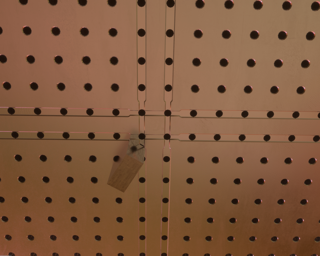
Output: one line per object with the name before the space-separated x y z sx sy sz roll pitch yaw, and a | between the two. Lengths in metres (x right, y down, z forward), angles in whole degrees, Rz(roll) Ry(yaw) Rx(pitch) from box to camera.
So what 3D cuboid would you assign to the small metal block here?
small metal block | -0.045 0.050 0.418 0.025 0.050 0.050 30 107 -11
